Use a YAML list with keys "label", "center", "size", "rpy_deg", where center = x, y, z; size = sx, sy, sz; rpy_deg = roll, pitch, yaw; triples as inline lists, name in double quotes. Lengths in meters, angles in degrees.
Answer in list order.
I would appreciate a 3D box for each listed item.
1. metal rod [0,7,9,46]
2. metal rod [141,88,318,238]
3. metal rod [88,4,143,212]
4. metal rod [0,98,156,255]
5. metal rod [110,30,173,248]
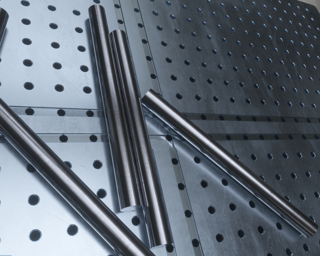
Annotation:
- label: "metal rod"
  center: [-0.197, -0.013, 0.310]
  size: [0.025, 0.025, 0.299]
  rpy_deg: [12, 57, -22]
- label: "metal rod"
  center: [0.096, 0.050, 0.431]
  size: [0.300, 0.025, 0.025]
  rpy_deg: [39, 51, -2]
- label: "metal rod"
  center: [-0.063, -0.044, 0.401]
  size: [0.025, 0.025, 0.299]
  rpy_deg: [1, 61, -28]
- label: "metal rod"
  center: [-0.071, 0.083, 0.320]
  size: [0.300, 0.025, 0.025]
  rpy_deg: [45, 51, 3]
- label: "metal rod"
  center: [-0.030, -0.005, 0.396]
  size: [0.025, 0.025, 0.299]
  rpy_deg: [1, 61, -28]
